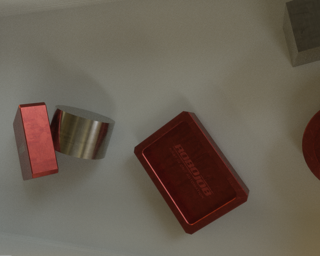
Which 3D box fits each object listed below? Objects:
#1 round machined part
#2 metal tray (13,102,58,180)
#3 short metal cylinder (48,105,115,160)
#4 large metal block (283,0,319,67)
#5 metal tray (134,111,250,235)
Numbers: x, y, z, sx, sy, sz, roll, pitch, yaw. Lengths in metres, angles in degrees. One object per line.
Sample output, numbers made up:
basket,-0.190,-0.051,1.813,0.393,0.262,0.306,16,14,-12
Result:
round machined part,0.204,0.018,0.326,0.098,0.042,0.097,0,90,26
metal tray,-0.175,0.024,0.426,0.130,0.030,0.090,-20,81,60
short metal cylinder,-0.106,0.005,0.417,0.080,0.080,0.050,19,97,18
large metal block,0.176,-0.105,0.319,0.080,0.080,0.050,-13,86,19
metal tray,0.038,0.055,0.393,0.090,0.030,0.130,-37,79,16
